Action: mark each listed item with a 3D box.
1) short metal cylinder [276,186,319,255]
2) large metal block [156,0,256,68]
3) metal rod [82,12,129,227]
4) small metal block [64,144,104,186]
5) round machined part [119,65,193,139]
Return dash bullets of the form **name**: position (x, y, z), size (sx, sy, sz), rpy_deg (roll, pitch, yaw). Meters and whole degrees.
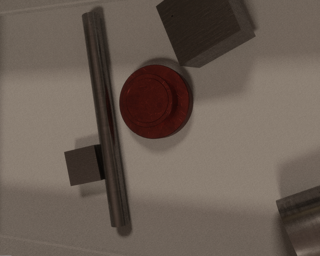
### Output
- **short metal cylinder**: position (0.163, 0.106, 0.324), size (0.050, 0.080, 0.080), rpy_deg (-26, 82, 18)
- **large metal block**: position (0.053, -0.127, 0.368), size (0.080, 0.050, 0.080), rpy_deg (-26, 82, 33)
- **metal rod**: position (-0.077, -0.014, 0.436), size (0.025, 0.025, 0.298), rpy_deg (-10, 87, 19)
- **small metal block**: position (-0.105, 0.053, 0.446), size (0.050, 0.025, 0.050), rpy_deg (-14, 86, 19)
- **round machined part**: position (-0.010, -0.034, 0.404), size (0.098, 0.042, 0.097), rpy_deg (0, 90, 19)
